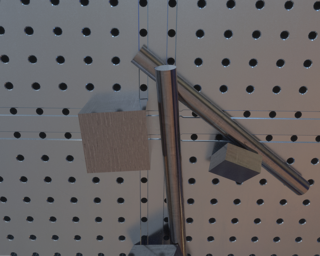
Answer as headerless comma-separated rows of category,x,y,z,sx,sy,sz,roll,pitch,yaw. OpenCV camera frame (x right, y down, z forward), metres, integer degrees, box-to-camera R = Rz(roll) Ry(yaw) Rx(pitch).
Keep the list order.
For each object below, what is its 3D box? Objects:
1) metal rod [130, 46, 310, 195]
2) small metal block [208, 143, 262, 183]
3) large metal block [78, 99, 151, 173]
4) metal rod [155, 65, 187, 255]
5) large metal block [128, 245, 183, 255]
metal rod,0.088,-0.002,0.413,0.301,0.025,0.025,37,106,-13
small metal block,0.101,0.048,0.418,0.050,0.025,0.050,21,150,-8
large metal block,-0.055,0.010,0.403,0.080,0.050,0.079,-3,110,1
metal rod,0.018,0.064,0.422,0.025,0.025,0.298,-4,116,1
large metal block,-0.002,0.226,0.469,0.080,0.050,0.080,-12,112,28
